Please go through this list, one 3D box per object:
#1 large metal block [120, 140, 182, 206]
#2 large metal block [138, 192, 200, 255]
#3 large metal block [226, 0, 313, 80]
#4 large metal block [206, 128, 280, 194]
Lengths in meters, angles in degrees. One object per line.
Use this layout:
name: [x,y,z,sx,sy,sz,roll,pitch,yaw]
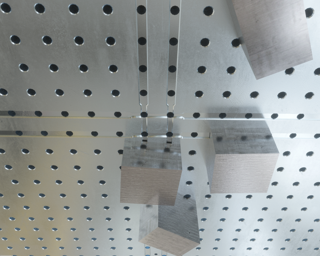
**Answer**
large metal block: [-0.015,0.067,0.452,0.080,0.050,0.080,5,130,-4]
large metal block: [0.015,0.149,0.502,0.080,0.080,0.050,30,124,-23]
large metal block: [0.095,-0.105,0.286,0.050,0.080,0.080,-20,128,16]
large metal block: [0.111,0.047,0.436,0.080,0.050,0.080,-1,130,0]
